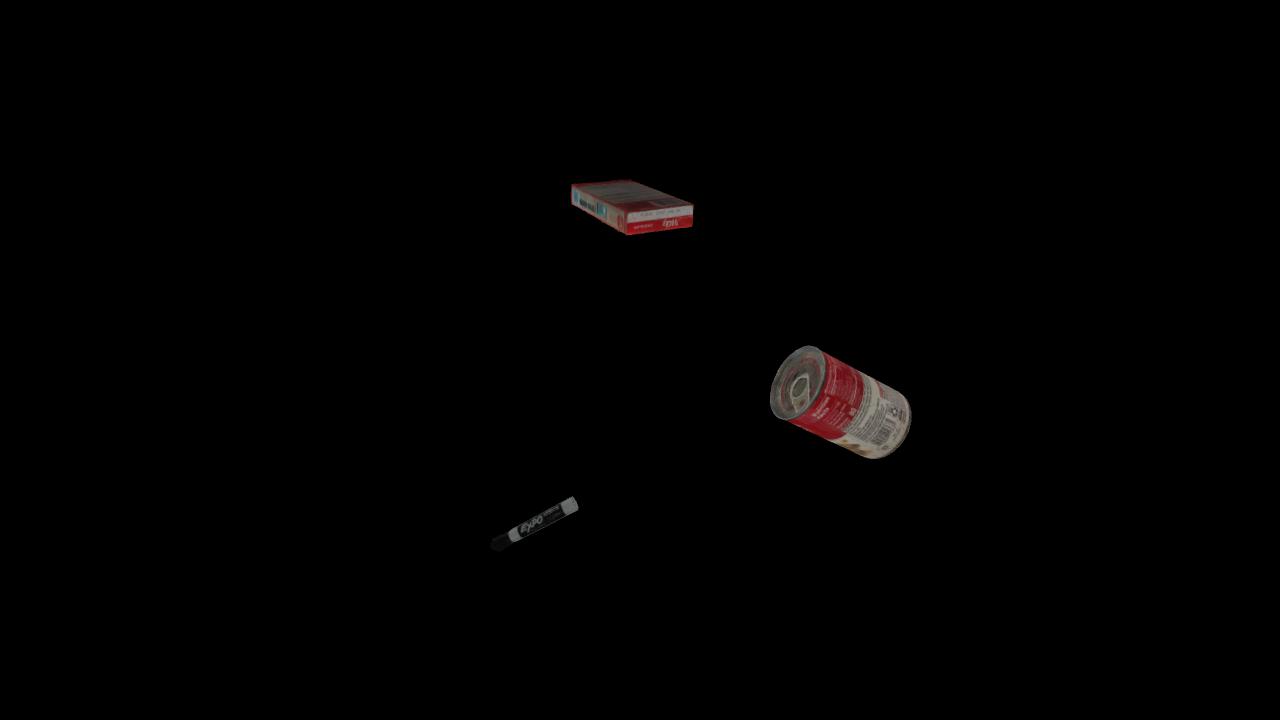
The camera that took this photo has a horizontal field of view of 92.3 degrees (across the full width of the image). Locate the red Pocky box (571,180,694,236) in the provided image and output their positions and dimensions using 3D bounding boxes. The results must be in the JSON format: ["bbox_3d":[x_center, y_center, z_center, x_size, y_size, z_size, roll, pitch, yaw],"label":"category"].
[{"bbox_3d":[-0.013,-0.175,0.694,0.083,0.028,0.155,-13,30,-24],"label":"red Pocky box"}]

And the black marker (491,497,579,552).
[{"bbox_3d":[-0.134,0.208,0.773,0.121,0.020,0.020,-28,-2,4],"label":"black marker"}]

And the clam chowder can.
[{"bbox_3d":[0.174,0.038,0.532,0.102,0.068,0.068,24,-9,-19],"label":"clam chowder can"}]
